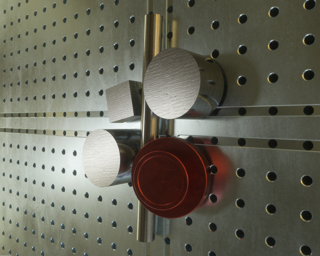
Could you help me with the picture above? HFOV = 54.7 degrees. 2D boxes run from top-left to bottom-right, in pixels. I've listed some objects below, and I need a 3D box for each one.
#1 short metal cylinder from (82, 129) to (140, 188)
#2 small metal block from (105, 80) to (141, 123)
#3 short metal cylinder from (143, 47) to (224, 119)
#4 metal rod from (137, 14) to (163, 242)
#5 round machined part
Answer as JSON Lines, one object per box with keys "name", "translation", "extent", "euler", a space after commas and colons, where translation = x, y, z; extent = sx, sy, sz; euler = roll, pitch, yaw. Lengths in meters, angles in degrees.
{"name": "short metal cylinder", "translation": [-0.066, 0.041, 0.442], "extent": [0.080, 0.050, 0.079], "euler": [0, 90, 40]}
{"name": "small metal block", "translation": [-0.050, -0.037, 0.445], "extent": [0.050, 0.025, 0.050], "euler": [-14, 81, 39]}
{"name": "short metal cylinder", "translation": [0.027, -0.050, 0.365], "extent": [0.080, 0.050, 0.079], "euler": [0, 90, 40]}
{"name": "metal rod", "translation": [-0.014, 0.001, 0.415], "extent": [0.025, 0.025, 0.298], "euler": [4, 92, 40]}
{"name": "round machined part", "translation": [0.008, 0.060, 0.371], "extent": [0.098, 0.042, 0.097], "euler": [0, 89, 24]}
